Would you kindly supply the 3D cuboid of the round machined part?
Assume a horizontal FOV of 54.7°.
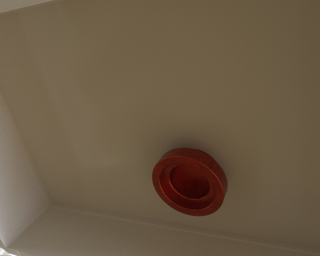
[{"bbox_3d":[0.043,0.067,0.416,0.098,0.042,0.097,13,124,20],"label":"round machined part"}]
